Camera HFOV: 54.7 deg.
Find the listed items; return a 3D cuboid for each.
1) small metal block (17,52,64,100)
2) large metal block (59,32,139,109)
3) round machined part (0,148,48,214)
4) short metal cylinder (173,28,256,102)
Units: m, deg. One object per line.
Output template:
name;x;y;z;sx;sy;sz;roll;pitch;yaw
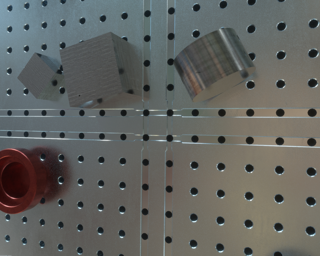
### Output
small metal block;-0.182;-0.079;0.477;0.050;0.025;0.050;44;103;14
large metal block;-0.083;-0.076;0.429;0.080;0.050;0.080;-13;86;19
round machined part;-0.216;0.079;0.480;0.098;0.042;0.097;0;90;20
short metal cylinder;0.063;-0.071;0.361;0.080;0.080;0.050;-29;81;18
